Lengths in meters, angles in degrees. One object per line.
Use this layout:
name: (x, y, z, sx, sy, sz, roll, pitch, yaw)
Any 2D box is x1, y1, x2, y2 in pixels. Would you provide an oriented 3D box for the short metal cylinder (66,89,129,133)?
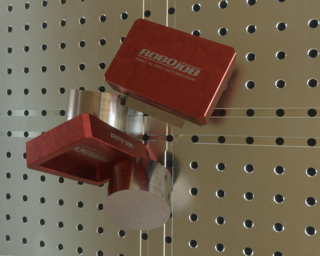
short metal cylinder: (-0.082, -0.021, 0.412, 0.080, 0.080, 0.050, 7, 93, 20)

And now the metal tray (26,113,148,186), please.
metal tray: (-0.084, 0.033, 0.385, 0.090, 0.130, 0.030, -25, 61, 18)

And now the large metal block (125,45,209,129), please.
large metal block: (0.013, -0.051, 0.395, 0.080, 0.050, 0.080, 22, 97, 18)

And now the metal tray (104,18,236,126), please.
metal tray: (0.012, -0.068, 0.364, 0.130, 0.030, 0.090, 24, 80, 18)

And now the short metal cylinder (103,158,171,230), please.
short metal cylinder: (-0.026, 0.083, 0.387, 0.080, 0.050, 0.079, 2, 129, 3)
